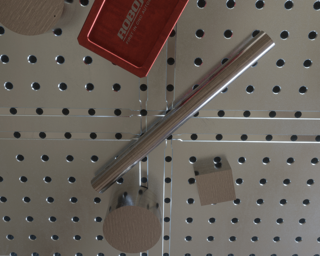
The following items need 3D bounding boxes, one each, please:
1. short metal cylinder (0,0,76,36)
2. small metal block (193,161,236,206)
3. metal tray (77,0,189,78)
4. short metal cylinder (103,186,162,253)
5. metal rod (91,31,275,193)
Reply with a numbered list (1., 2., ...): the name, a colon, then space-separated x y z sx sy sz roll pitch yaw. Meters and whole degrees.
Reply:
1. short metal cylinder: -0.140 -0.146 0.345 0.081 0.050 0.079 0 110 0
2. small metal block: 0.078 0.079 0.443 0.050 0.025 0.050 -11 110 4
3. metal tray: -0.026 -0.136 0.360 0.090 0.030 0.129 28 108 -10
4. short metal cylinder: -0.038 0.132 0.448 0.081 0.050 0.079 0 110 0
5. metal rod: 0.021 -0.013 0.408 0.300 0.025 0.025 -41 105 13
